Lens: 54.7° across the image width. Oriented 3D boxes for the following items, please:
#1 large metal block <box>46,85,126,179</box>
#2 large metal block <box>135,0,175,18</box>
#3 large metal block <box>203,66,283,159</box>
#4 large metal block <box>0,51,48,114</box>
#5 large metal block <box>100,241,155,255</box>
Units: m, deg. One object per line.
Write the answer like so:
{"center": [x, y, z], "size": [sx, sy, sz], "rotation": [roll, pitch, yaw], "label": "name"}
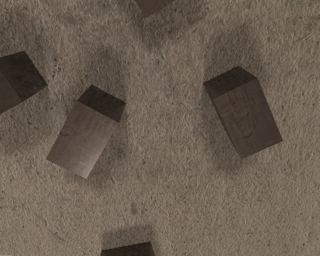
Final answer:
{"center": [-0.087, 0.001, 0.380], "size": [0.050, 0.080, 0.080], "rotation": [29, 107, -11], "label": "large metal block"}
{"center": [-0.001, -0.176, 0.332], "size": [0.080, 0.050, 0.080], "rotation": [-29, 108, 9], "label": "large metal block"}
{"center": [0.097, -0.022, 0.374], "size": [0.050, 0.080, 0.080], "rotation": [-26, 108, 9], "label": "large metal block"}
{"center": [-0.192, -0.044, 0.361], "size": [0.080, 0.080, 0.050], "rotation": [-26, 108, 9], "label": "large metal block"}
{"center": [-0.045, 0.232, 0.482], "size": [0.080, 0.050, 0.079], "rotation": [-12, 110, 4], "label": "large metal block"}
